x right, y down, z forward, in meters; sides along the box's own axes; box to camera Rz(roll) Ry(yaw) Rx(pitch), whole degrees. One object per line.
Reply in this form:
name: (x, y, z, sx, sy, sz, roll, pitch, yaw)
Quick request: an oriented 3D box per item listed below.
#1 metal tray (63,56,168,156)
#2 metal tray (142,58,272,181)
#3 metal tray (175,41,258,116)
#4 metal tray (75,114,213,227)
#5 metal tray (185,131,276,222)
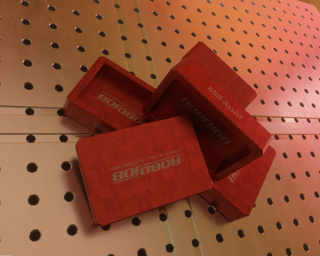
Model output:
metal tray: (-0.043, -0.025, 0.398, 0.130, 0.030, 0.090, 31, 51, -8)
metal tray: (0.049, -0.006, 0.359, 0.130, 0.090, 0.030, 44, 51, 1)
metal tray: (0.061, -0.049, 0.406, 0.090, 0.130, 0.030, 43, 79, 1)
metal tray: (-0.017, 0.043, 0.340, 0.131, 0.030, 0.090, -14, 79, -19)
metal tray: (0.101, 0.050, 0.429, 0.090, 0.030, 0.131, 42, 51, 0)
